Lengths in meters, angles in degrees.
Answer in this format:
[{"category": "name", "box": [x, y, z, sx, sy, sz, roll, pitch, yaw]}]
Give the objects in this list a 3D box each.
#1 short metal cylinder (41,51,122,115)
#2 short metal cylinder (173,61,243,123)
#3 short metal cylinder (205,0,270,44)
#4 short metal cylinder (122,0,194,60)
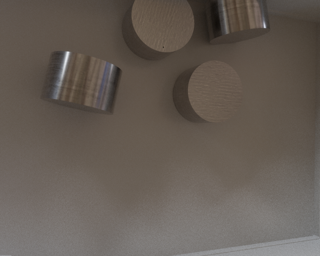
[{"category": "short metal cylinder", "box": [-0.087, -0.048, 0.349, 0.081, 0.080, 0.050, 13, 86, -20]}, {"category": "short metal cylinder", "box": [0.064, -0.047, 0.420, 0.081, 0.050, 0.080, 0, 90, -20]}, {"category": "short metal cylinder", "box": [0.104, -0.148, 0.419, 0.081, 0.080, 0.050, -10, 94, -20]}, {"category": "short metal cylinder", "box": [-0.004, -0.131, 0.395, 0.081, 0.050, 0.080, 0, 90, -20]}]
